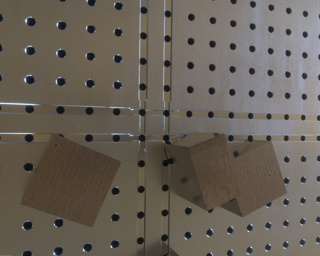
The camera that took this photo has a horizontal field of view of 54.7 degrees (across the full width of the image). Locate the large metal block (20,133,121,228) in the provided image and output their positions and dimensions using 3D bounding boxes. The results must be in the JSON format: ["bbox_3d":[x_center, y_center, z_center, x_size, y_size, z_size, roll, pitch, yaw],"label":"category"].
[{"bbox_3d":[-0.103,0.059,0.362,0.080,0.050,0.080,26,81,-19],"label":"large metal block"}]

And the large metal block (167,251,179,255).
[{"bbox_3d":[0.009,0.225,0.404,0.081,0.050,0.080,-24,99,-19],"label":"large metal block"}]

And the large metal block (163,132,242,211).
[{"bbox_3d":[0.052,0.052,0.404,0.050,0.080,0.080,-19,97,-19],"label":"large metal block"}]

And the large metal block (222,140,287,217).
[{"bbox_3d":[0.125,0.069,0.447,0.081,0.050,0.080,-21,98,-19],"label":"large metal block"}]
